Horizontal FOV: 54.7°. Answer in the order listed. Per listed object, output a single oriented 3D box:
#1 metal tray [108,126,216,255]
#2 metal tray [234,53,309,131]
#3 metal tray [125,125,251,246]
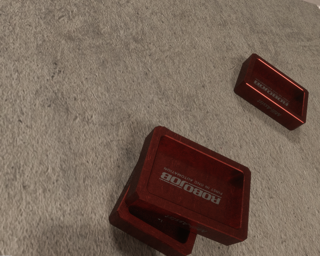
[{"bbox_3d":[0.010,0.071,0.363,0.090,0.030,0.130,33,51,-7],"label":"metal tray"},{"bbox_3d":[0.201,-0.065,0.551,0.130,0.030,0.090,33,51,-7],"label":"metal tray"},{"bbox_3d":[0.037,0.064,0.343,0.131,0.030,0.090,26,52,-13],"label":"metal tray"}]
